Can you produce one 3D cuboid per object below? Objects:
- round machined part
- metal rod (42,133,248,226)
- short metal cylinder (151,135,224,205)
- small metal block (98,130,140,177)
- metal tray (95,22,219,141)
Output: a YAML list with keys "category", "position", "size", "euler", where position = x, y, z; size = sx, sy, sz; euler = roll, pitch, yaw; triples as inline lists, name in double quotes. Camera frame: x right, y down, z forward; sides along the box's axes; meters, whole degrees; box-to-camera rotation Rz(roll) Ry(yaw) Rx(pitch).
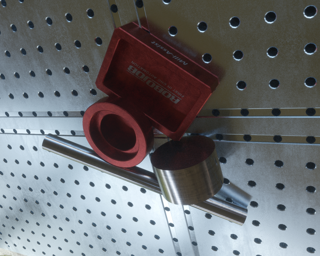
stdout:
- category: "round machined part"
  position: [-0.051, 0.001, 0.416]
  size: [0.098, 0.042, 0.097]
  euler: [14, 125, 22]
- category: "metal rod"
  position: [-0.025, 0.071, 0.440]
  size: [0.301, 0.025, 0.025]
  euler: [20, 127, 5]
- category: "short metal cylinder"
  position: [0.034, 0.050, 0.386]
  size: [0.080, 0.080, 0.050]
  euler: [-4, 117, 29]
- category: "small metal block"
  position: [-0.063, 0.038, 0.466]
  size: [0.050, 0.025, 0.050]
  euler: [25, 127, 12]
- category: "metal tray"
  position: [-0.008, -0.054, 0.376]
  size: [0.130, 0.030, 0.089]
  euler: [35, 128, 5]
